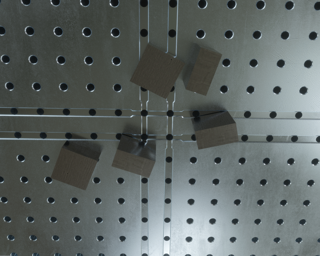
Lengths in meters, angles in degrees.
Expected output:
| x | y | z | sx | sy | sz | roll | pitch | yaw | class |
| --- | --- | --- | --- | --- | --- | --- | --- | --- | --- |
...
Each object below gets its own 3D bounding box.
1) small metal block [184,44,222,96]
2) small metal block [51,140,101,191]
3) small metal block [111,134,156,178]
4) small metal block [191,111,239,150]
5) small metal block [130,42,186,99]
| x | y | z | sx | sy | sz | roll | pitch | yaw | class |
| --- | --- | --- | --- | --- | --- | --- | --- | --- | --- |
| 0.049 | -0.072 | 0.374 | 0.025 | 0.050 | 0.050 | 17 | 109 | -6 | small metal block |
| -0.117 | 0.052 | 0.432 | 0.050 | 0.025 | 0.050 | 22 | 109 | -8 | small metal block |
| -0.033 | 0.036 | 0.413 | 0.050 | 0.050 | 0.025 | 19 | 109 | -7 | small metal block |
| 0.069 | 0.002 | 0.401 | 0.050 | 0.050 | 0.025 | -12 | 110 | 4 | small metal block |
| -0.003 | -0.072 | 0.387 | 0.050 | 0.025 | 0.050 | 26 | 108 | -9 | small metal block |
